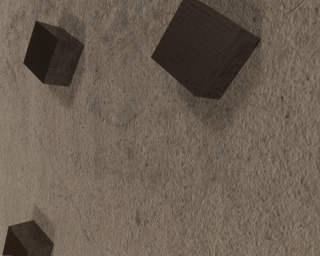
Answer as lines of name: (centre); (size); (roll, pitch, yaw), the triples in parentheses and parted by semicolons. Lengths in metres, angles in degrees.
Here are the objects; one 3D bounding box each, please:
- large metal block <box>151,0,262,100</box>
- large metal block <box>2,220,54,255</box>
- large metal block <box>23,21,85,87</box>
large metal block: (0.049, -0.089, 0.347); (0.080, 0.050, 0.080); (46, 117, 29)
large metal block: (-0.256, 0.239, 0.596); (0.080, 0.050, 0.079); (29, 108, 36)
large metal block: (-0.186, -0.128, 0.539); (0.080, 0.050, 0.079); (40, 114, 32)
